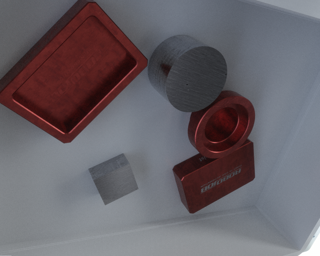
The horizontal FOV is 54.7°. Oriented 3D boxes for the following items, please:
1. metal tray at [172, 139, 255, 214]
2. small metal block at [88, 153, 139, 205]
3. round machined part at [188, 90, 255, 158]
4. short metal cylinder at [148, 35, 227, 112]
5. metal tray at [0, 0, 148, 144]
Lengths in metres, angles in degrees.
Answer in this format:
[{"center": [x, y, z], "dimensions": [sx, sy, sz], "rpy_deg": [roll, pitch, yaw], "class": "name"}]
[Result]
[{"center": [0.091, 0.074, 0.504], "dimensions": [0.131, 0.030, 0.090], "rpy_deg": [-25, 128, -13], "class": "metal tray"}, {"center": [-0.062, 0.069, 0.419], "dimensions": [0.050, 0.025, 0.050], "rpy_deg": [-24, 128, -14], "class": "small metal block"}, {"center": [0.082, -0.009, 0.439], "dimensions": [0.099, 0.042, 0.097], "rpy_deg": [-14, 125, -21], "class": "round machined part"}, {"center": [0.032, -0.065, 0.371], "dimensions": [0.081, 0.050, 0.079], "rpy_deg": [-14, 125, -21], "class": "short metal cylinder"}, {"center": [-0.088, -0.056, 0.323], "dimensions": [0.130, 0.030, 0.090], "rpy_deg": [-45, 130, 3], "class": "metal tray"}]
